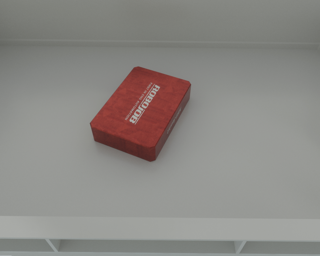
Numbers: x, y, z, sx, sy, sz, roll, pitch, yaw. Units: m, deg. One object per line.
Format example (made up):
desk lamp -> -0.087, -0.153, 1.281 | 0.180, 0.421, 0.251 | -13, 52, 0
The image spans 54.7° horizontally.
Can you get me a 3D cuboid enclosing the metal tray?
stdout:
metal tray -> -0.022, -0.025, 0.422 | 0.090, 0.030, 0.130 | 19, 52, 15
